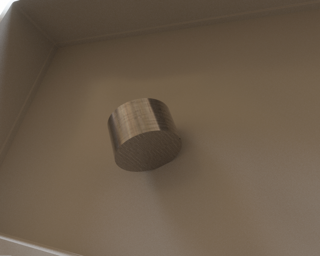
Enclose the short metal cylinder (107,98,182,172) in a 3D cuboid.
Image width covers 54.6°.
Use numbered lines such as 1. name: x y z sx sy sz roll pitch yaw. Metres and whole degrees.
1. short metal cylinder: -0.019 0.010 0.375 0.080 0.080 0.050 -28 52 11
